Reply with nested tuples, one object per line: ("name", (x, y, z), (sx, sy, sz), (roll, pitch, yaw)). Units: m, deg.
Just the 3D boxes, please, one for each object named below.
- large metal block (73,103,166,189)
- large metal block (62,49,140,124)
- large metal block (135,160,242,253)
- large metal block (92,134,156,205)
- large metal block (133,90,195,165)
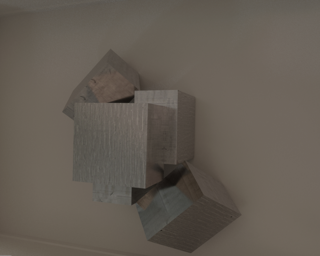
("large metal block", (-0.041, 0.015, 0.325), (0.080, 0.050, 0.080), (2, 91, 20))
("large metal block", (-0.072, -0.048, 0.397), (0.050, 0.080, 0.080), (40, 105, -21))
("large metal block", (0.033, 0.094, 0.360), (0.080, 0.080, 0.050), (-43, 42, 15))
("large metal block", (-0.042, 0.047, 0.395), (0.050, 0.080, 0.080), (1, 90, 20))
("large metal block", (0.008, -0.001, 0.375), (0.050, 0.080, 0.080), (1, 90, 20))
